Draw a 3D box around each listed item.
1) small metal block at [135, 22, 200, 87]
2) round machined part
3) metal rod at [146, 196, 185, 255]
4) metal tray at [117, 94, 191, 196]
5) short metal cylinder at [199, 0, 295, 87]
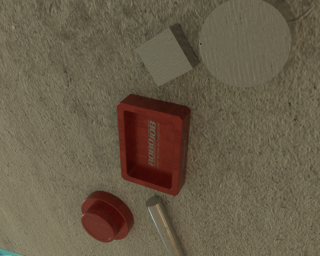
[{"bbox_3d":[0.009,-0.082,0.351,0.050,0.025,0.050,-22,107,36],"label":"small metal block"},{"bbox_3d":[-0.100,0.163,0.549,0.098,0.042,0.097,13,124,21],"label":"round machined part"},{"bbox_3d":[0.040,0.244,0.536,0.025,0.025,0.299,-7,115,31],"label":"metal rod"},{"bbox_3d":[-0.009,0.025,0.423,0.090,0.030,0.129,14,124,20],"label":"metal tray"},{"bbox_3d":[0.084,-0.085,0.294,0.080,0.050,0.079,13,124,21],"label":"short metal cylinder"}]
